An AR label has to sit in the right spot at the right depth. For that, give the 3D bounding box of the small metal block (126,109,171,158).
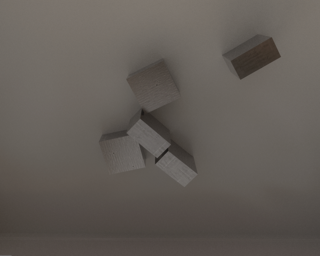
[{"bbox_3d":[-0.014,0.005,0.400,0.050,0.050,0.025,40,105,-14],"label":"small metal block"}]

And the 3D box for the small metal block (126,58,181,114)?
[{"bbox_3d":[-0.007,-0.053,0.392,0.050,0.025,0.050,-25,109,8],"label":"small metal block"}]

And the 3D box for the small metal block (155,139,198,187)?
[{"bbox_3d":[0.021,0.044,0.414,0.050,0.050,0.025,39,105,-14],"label":"small metal block"}]

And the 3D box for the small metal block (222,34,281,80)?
[{"bbox_3d":[0.107,-0.086,0.368,0.050,0.050,0.025,-29,108,10],"label":"small metal block"}]

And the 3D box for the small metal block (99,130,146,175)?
[{"bbox_3d":[-0.050,0.031,0.422,0.050,0.025,0.050,-12,110,4],"label":"small metal block"}]
